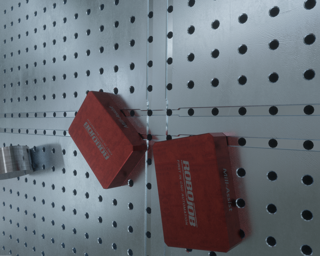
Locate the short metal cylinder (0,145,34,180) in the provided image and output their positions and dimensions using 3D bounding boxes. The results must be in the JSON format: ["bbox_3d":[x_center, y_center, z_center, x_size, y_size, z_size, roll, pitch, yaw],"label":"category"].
[{"bbox_3d":[-0.302,0.071,0.623,0.080,0.081,0.050,-24,75,37],"label":"short metal cylinder"}]

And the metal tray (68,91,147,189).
[{"bbox_3d":[-0.085,0.016,0.476,0.130,0.030,0.090,50,119,28],"label":"metal tray"}]

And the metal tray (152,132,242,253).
[{"bbox_3d":[0.041,0.075,0.372,0.090,0.030,0.129,-12,82,39],"label":"metal tray"}]
